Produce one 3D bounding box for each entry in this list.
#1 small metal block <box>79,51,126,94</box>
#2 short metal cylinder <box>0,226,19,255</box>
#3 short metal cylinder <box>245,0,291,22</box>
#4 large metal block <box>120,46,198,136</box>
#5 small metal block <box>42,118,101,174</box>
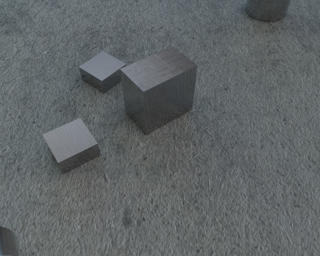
[{"bbox_3d":[-0.086,-0.086,0.475,0.050,0.025,0.050,33,57,24],"label":"small metal block"},{"bbox_3d":[-0.161,0.127,0.260,0.081,0.080,0.050,-21,53,-17],"label":"short metal cylinder"},{"bbox_3d":[0.210,-0.248,0.597,0.081,0.050,0.080,0,50,0],"label":"short metal cylinder"},{"bbox_3d":[-0.001,-0.049,0.409,0.081,0.080,0.050,-30,56,-23],"label":"large metal block"},{"bbox_3d":[-0.109,0.021,0.385,0.050,0.025,0.050,-27,55,-21],"label":"small metal block"}]
